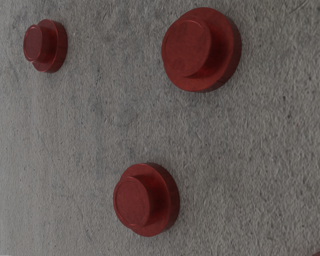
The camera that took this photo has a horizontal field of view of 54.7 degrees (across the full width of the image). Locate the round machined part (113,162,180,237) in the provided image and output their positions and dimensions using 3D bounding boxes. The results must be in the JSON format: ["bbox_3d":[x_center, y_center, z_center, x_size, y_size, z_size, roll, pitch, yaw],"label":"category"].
[{"bbox_3d":[-0.025,0.097,0.415,0.098,0.042,0.097,0,90,40],"label":"round machined part"}]

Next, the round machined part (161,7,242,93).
[{"bbox_3d":[0.040,-0.091,0.361,0.098,0.042,0.097,0,90,40],"label":"round machined part"}]

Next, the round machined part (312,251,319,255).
[{"bbox_3d":[0.161,0.157,0.261,0.098,0.042,0.097,0,90,40],"label":"round machined part"}]

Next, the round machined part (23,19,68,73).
[{"bbox_3d":[-0.217,-0.153,0.574,0.098,0.042,0.097,0,90,40],"label":"round machined part"}]
